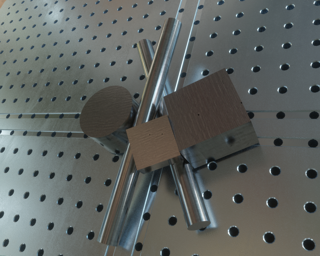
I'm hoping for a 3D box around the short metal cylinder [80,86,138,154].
[{"bbox_3d":[-0.062,-0.011,0.427,0.080,0.050,0.080,-13,57,20],"label":"short metal cylinder"}]

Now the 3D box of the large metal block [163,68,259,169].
[{"bbox_3d":[0.058,-0.011,0.363,0.080,0.050,0.080,-24,53,13],"label":"large metal block"}]

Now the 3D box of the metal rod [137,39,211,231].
[{"bbox_3d":[0.008,-0.015,0.409,0.025,0.025,0.299,-25,53,13],"label":"metal rod"}]

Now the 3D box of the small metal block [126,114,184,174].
[{"bbox_3d":[-0.006,0.019,0.354,0.050,0.025,0.050,-20,69,6],"label":"small metal block"}]

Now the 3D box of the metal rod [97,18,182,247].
[{"bbox_3d":[-0.021,-0.007,0.393,0.025,0.025,0.299,7,73,31],"label":"metal rod"}]
